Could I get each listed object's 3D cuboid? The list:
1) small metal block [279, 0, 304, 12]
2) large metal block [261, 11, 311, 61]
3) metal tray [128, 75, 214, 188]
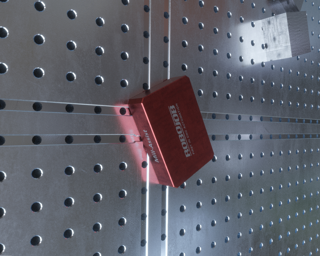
[{"bbox_3d":[0.274,-0.273,0.642,0.050,0.025,0.050,36,68,-34],"label":"small metal block"},{"bbox_3d":[0.247,-0.179,0.603,0.081,0.050,0.079,-20,103,-38],"label":"large metal block"},{"bbox_3d":[0.020,0.004,0.425,0.091,0.030,0.129,-33,111,-35],"label":"metal tray"}]
